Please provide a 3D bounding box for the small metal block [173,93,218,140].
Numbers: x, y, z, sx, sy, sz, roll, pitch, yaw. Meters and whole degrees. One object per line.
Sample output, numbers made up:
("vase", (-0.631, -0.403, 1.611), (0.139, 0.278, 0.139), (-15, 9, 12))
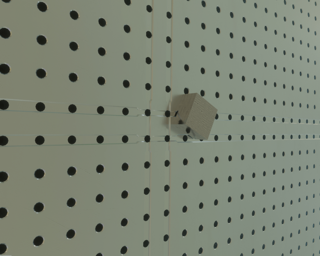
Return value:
("small metal block", (0.053, -0.016, 0.452), (0.050, 0.025, 0.050), (33, 70, -35))
